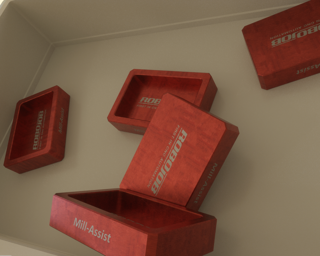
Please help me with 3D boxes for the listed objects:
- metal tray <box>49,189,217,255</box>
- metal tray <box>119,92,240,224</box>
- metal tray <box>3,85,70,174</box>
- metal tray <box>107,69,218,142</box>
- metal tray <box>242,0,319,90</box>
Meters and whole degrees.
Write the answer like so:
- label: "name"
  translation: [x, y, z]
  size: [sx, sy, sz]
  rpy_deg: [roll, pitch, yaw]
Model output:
- label: "metal tray"
  translation: [-0.027, 0.086, 0.284]
  size: [0.130, 0.091, 0.030]
  rpy_deg: [6, 89, 40]
- label: "metal tray"
  translation: [0.017, 0.037, 0.341]
  size: [0.090, 0.030, 0.129]
  rpy_deg: [33, 101, 37]
- label: "metal tray"
  translation: [-0.197, 0.001, 0.502]
  size: [0.090, 0.030, 0.130]
  rpy_deg: [-18, 55, 17]
- label: "metal tray"
  translation: [0.002, -0.033, 0.420]
  size: [0.130, 0.030, 0.090]
  rpy_deg: [10, 66, 32]
- label: "metal tray"
  translation: [0.176, -0.108, 0.376]
  size: [0.130, 0.030, 0.090]
  rpy_deg: [-18, 55, 17]
